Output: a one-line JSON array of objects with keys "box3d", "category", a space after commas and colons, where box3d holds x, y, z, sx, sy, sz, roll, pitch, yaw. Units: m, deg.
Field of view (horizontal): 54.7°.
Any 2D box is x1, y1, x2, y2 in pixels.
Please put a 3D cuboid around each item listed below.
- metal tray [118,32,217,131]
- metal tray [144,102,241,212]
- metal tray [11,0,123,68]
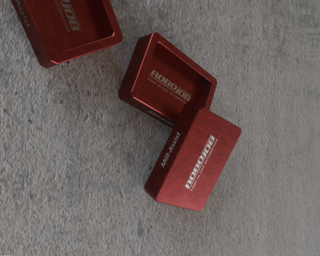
[{"box3d": [0.016, -0.053, 0.414, 0.131, 0.030, 0.090, 29, 72, -36], "category": "metal tray"}, {"box3d": [0.046, 0.041, 0.414, 0.090, 0.030, 0.129, 24, 93, -38], "category": "metal tray"}, {"box3d": [-0.101, -0.137, 0.315, 0.091, 0.030, 0.129, -31, 110, -36], "category": "metal tray"}]
